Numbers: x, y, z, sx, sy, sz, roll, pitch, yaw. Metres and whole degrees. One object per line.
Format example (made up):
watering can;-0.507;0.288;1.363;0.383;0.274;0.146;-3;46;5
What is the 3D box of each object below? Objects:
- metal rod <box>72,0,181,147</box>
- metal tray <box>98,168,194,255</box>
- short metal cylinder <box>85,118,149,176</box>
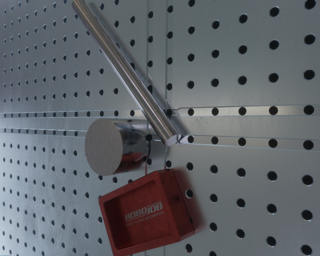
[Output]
metal rod;-0.060;-0.096;0.458;0.025;0.025;0.299;-49;61;29
metal tray;-0.025;0.119;0.426;0.130;0.030;0.090;-31;71;35
short metal cylinder;-0.063;0.026;0.445;0.080;0.050;0.079;0;90;40
